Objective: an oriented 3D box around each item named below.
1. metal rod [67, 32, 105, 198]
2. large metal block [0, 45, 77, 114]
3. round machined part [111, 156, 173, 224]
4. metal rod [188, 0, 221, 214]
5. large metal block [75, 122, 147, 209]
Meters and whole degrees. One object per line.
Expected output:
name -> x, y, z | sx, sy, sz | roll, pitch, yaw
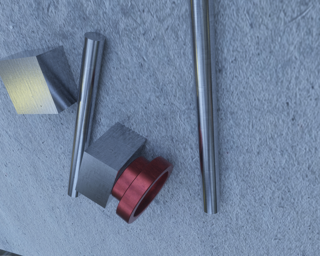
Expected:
metal rod -> -0.116, 0.002, 0.466 | 0.025, 0.025, 0.298 | 27, 128, 11
large metal block -> -0.170, -0.066, 0.437 | 0.080, 0.050, 0.079 | 1, 119, 27
round machined part -> -0.028, 0.077, 0.421 | 0.042, 0.099, 0.097 | 35, 129, 15
metal rod -> 0.055, -0.017, 0.366 | 0.025, 0.025, 0.298 | 7, 122, 24
large metal block -> -0.069, 0.051, 0.437 | 0.050, 0.080, 0.079 | 30, 128, 9
